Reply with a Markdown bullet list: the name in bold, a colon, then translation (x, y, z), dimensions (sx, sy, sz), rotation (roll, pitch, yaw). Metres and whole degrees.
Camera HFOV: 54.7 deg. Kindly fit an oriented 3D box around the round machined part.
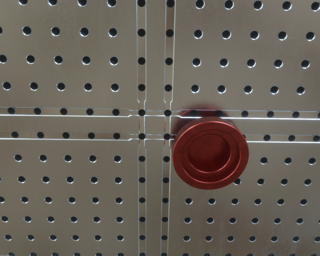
- **round machined part**: translation (0.065, 0.030, 0.417), dimensions (0.099, 0.042, 0.097), rotation (0, 110, -1)
